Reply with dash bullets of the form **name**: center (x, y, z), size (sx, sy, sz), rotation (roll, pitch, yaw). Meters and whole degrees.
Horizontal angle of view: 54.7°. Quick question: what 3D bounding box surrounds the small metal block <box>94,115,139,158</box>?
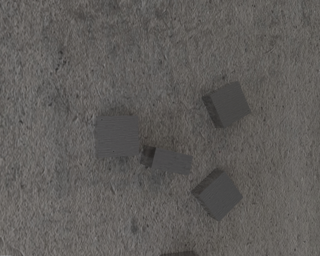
- **small metal block**: center (-0.055, 0.010, 0.389), size (0.050, 0.025, 0.050), rotation (-2, 91, -20)

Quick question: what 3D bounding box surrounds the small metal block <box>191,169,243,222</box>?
- **small metal block**: center (0.081, 0.094, 0.439), size (0.050, 0.025, 0.050), rotation (-40, 103, -16)

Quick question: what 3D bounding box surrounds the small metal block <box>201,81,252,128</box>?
- **small metal block**: center (0.095, -0.033, 0.444), size (0.050, 0.025, 0.050), rotation (-28, 100, -18)

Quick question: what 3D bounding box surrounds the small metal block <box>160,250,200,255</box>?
- **small metal block**: center (0.032, 0.186, 0.408), size (0.050, 0.050, 0.025), rotation (1, 90, -20)

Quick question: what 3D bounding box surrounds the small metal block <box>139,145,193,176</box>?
- **small metal block**: center (0.007, 0.041, 0.398), size (0.050, 0.050, 0.025), rotation (15, 85, -20)
